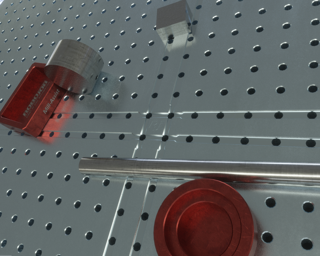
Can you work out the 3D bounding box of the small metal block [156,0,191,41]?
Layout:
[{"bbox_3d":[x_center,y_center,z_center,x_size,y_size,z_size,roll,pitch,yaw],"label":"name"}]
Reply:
[{"bbox_3d":[0.022,-0.175,0.503,0.050,0.025,0.050,-11,57,22],"label":"small metal block"}]

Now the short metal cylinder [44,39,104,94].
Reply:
[{"bbox_3d":[-0.139,-0.098,0.503,0.080,0.080,0.050,5,64,30],"label":"short metal cylinder"}]

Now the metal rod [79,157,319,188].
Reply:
[{"bbox_3d":[0.030,0.049,0.361,0.301,0.025,0.025,-2,61,27],"label":"metal rod"}]

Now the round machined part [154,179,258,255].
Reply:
[{"bbox_3d":[0.047,0.104,0.309,0.098,0.042,0.098,-13,56,20],"label":"round machined part"}]

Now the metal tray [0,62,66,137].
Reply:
[{"bbox_3d":[-0.222,-0.054,0.551,0.090,0.030,0.130,13,68,33],"label":"metal tray"}]
